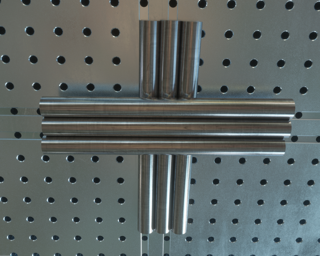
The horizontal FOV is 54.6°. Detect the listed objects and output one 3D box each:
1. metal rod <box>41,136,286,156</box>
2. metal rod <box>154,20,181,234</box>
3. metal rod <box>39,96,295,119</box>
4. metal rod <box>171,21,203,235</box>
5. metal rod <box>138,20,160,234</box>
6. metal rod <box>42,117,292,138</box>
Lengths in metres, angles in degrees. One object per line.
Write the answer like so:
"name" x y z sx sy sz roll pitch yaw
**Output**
"metal rod" 0.005 0.022 0.395 0.302 0.025 0.025 0 110 -1
"metal rod" 0.008 0.012 0.418 0.025 0.025 0.298 2 110 -1
"metal rod" 0.009 -0.025 0.377 0.302 0.025 0.025 0 110 -1
"metal rod" 0.033 0.014 0.419 0.025 0.025 0.298 2 110 -1
"metal rod" -0.017 0.013 0.418 0.025 0.025 0.298 2 110 -1
"metal rod" 0.009 -0.001 0.386 0.302 0.025 0.025 0 110 -1
